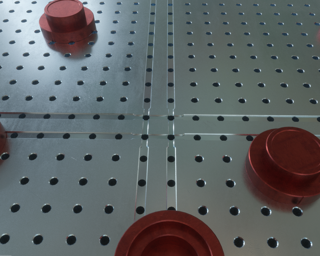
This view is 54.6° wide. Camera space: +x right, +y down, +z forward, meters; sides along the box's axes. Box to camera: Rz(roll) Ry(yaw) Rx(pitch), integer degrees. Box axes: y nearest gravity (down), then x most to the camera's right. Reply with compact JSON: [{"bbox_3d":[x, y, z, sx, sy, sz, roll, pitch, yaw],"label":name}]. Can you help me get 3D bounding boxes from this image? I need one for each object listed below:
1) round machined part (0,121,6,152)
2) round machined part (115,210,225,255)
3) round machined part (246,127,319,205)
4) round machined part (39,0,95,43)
[{"bbox_3d":[-0.252,0.009,0.388,0.099,0.042,0.098,0,50,0],"label":"round machined part"},{"bbox_3d":[0.009,0.130,0.286,0.099,0.042,0.098,-1,49,1],"label":"round machined part"},{"bbox_3d":[0.155,0.037,0.366,0.099,0.042,0.098,0,50,0],"label":"round machined part"},{"bbox_3d":[-0.171,-0.201,0.565,0.099,0.042,0.098,0,50,0],"label":"round machined part"}]
